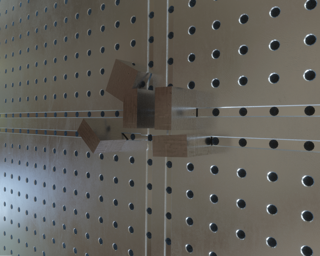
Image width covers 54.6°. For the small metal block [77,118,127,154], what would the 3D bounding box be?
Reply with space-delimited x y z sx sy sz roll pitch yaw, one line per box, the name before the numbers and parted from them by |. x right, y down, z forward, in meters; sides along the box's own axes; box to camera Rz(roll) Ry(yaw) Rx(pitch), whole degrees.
small metal block | -0.087 0.011 0.467 0.050 0.050 0.025 47 118 30

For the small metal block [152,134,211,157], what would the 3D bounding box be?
small metal block | 0.026 0.020 0.372 0.050 0.050 0.025 -3 88 40

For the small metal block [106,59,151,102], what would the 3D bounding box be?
small metal block | -0.047 -0.066 0.450 0.050 0.025 0.050 34 111 35

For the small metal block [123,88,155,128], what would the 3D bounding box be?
small metal block | -0.022 -0.025 0.412 0.025 0.050 0.050 2 91 40

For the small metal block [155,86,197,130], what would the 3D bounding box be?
small metal block | 0.020 -0.023 0.378 0.025 0.050 0.050 2 91 40
